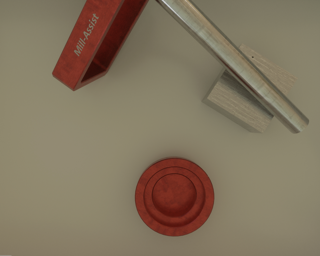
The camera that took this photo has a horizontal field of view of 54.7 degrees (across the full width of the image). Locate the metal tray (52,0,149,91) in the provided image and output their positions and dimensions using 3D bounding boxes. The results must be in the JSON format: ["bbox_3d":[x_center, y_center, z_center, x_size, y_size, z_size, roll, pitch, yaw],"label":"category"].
[{"bbox_3d":[-0.063,-0.110,0.353,0.030,0.090,0.129,37,117,-1],"label":"metal tray"}]

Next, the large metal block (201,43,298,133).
[{"bbox_3d":[0.112,-0.048,0.400,0.080,0.050,0.080,32,90,-1],"label":"large metal block"}]

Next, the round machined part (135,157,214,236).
[{"bbox_3d":[0.018,0.085,0.403,0.099,0.042,0.097,0,90,-1],"label":"round machined part"}]

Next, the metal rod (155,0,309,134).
[{"bbox_3d":[0.056,-0.095,0.330,0.301,0.025,0.025,39,90,-16],"label":"metal rod"}]
